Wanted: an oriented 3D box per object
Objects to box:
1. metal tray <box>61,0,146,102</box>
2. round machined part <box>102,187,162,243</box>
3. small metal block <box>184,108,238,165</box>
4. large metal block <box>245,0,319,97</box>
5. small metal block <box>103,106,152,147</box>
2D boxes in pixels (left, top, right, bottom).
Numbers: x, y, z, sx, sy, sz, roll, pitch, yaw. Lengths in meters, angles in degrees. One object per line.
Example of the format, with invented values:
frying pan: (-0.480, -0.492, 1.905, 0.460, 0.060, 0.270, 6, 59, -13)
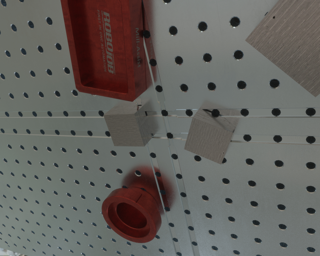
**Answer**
metal tray: (-0.067, -0.102, 0.377, 0.090, 0.030, 0.129, 12, 124, 21)
round machined part: (-0.042, 0.136, 0.505, 0.098, 0.042, 0.097, 13, 124, 20)
small metal block: (0.062, 0.010, 0.384, 0.050, 0.025, 0.050, 22, 127, 14)
large metal block: (0.136, -0.088, 0.268, 0.080, 0.050, 0.080, 39, 129, 1)
small metal block: (-0.044, -0.002, 0.432, 0.050, 0.025, 0.050, -1, 118, 28)
